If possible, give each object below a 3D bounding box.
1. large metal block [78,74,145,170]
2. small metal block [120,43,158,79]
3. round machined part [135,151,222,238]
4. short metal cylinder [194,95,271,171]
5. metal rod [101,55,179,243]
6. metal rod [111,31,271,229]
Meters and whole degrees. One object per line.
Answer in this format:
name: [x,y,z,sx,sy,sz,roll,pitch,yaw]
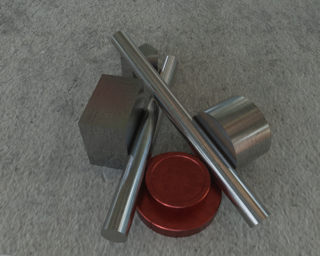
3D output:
large metal block: [-0.053,-0.006,0.373,0.050,0.080,0.080,9,51,7]
small metal block: [-0.030,-0.091,0.464,0.025,0.050,0.050,38,59,27]
round machined part: [0.019,0.065,0.340,0.099,0.042,0.098,0,50,0]
short metal cylinder: [0.082,0.008,0.364,0.050,0.080,0.080,-26,55,-20]
metal rod: [-0.012,-0.003,0.388,0.025,0.025,0.300,9,44,7]
metal rod: [0.022,-0.016,0.374,0.025,0.025,0.300,-26,64,-20]
